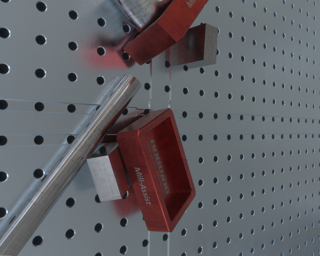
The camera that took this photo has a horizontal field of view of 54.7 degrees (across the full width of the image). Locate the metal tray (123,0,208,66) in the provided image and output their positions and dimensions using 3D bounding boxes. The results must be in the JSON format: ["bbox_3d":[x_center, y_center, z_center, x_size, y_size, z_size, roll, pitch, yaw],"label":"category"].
[{"bbox_3d":[0.018,-0.142,0.376,0.030,0.090,0.130,42,63,-20],"label":"metal tray"}]

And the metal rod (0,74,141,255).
[{"bbox_3d":[-0.108,0.058,0.318,0.025,0.025,0.300,48,62,-30],"label":"metal rod"}]

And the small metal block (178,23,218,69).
[{"bbox_3d":[0.053,-0.114,0.437,0.025,0.050,0.050,6,86,-40],"label":"small metal block"}]

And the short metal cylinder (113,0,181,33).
[{"bbox_3d":[-0.010,-0.158,0.364,0.050,0.080,0.080,47,62,-30],"label":"short metal cylinder"}]

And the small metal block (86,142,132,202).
[{"bbox_3d":[-0.053,0.047,0.349,0.050,0.025,0.050,-52,129,-70],"label":"small metal block"}]

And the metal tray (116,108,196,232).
[{"bbox_3d":[0.001,0.050,0.386,0.090,0.030,0.129,-38,115,-56],"label":"metal tray"}]
